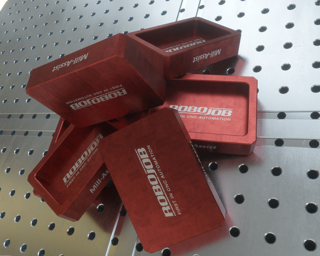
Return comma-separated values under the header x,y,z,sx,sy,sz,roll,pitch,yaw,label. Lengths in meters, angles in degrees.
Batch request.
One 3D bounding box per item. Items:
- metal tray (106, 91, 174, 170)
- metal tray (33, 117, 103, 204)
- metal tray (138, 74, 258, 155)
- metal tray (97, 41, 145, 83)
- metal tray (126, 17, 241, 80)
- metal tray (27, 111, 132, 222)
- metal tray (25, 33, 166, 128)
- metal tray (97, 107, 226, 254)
x,y,z,sx,sy,sz,roll,pitch,yaw,label
-0.022,-0.007,0.422,0.090,0.030,0.130,-3,58,24,metal tray
-0.118,0.039,0.445,0.090,0.030,0.130,-4,59,25,metal tray
0.046,-0.020,0.370,0.130,0.030,0.090,4,63,11,metal tray
-0.064,-0.084,0.469,0.090,0.030,0.130,-38,35,2,metal tray
0.032,-0.112,0.415,0.131,0.030,0.090,-24,44,-29,metal tray
-0.098,0.039,0.394,0.090,0.030,0.130,30,78,38,metal tray
-0.070,-0.046,0.349,0.130,0.090,0.030,-14,56,26,metal tray
0.001,0.054,0.329,0.090,0.030,0.130,-26,86,12,metal tray
